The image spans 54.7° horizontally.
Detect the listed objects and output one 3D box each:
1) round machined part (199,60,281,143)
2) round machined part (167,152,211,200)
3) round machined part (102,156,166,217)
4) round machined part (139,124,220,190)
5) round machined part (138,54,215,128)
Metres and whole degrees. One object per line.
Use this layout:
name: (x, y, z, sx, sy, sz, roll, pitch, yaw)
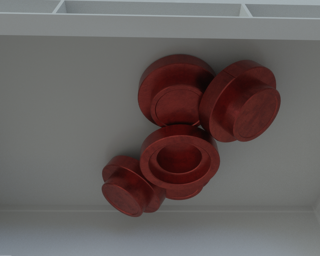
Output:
round machined part: (0.096, -0.023, 0.349, 0.099, 0.042, 0.097, -20, 132, -24)
round machined part: (0.028, 0.069, 0.455, 0.099, 0.042, 0.097, -1, 130, 0)
round machined part: (-0.044, 0.089, 0.444, 0.098, 0.042, 0.097, 21, 138, 21)
round machined part: (0.024, 0.032, 0.395, 0.099, 0.042, 0.097, -1, 130, 0)
round machined part: (0.023, -0.034, 0.367, 0.099, 0.042, 0.097, -1, 130, 0)
